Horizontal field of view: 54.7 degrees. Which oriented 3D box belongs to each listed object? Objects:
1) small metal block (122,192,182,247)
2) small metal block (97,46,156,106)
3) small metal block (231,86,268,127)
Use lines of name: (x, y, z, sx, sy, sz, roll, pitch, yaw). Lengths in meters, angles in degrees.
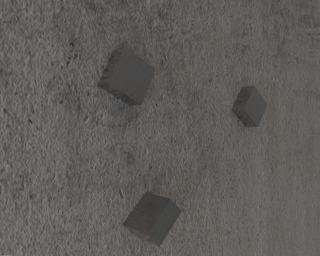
small metal block: (-0.010, 0.110, 0.380, 0.050, 0.050, 0.025, -52, 121, -27)
small metal block: (-0.039, -0.061, 0.371, 0.050, 0.025, 0.050, 32, 70, -36)
small metal block: (0.155, -0.036, 0.534, 0.050, 0.025, 0.050, 44, 64, -31)
